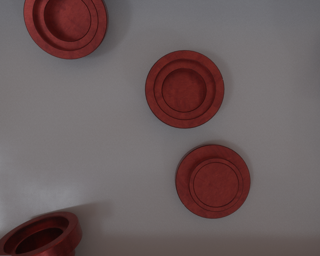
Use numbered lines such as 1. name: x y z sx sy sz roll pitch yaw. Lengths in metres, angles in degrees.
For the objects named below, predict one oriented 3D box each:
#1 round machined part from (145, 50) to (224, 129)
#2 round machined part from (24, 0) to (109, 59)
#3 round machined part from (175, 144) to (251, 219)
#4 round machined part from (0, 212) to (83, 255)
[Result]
1. round machined part: 0.031 -0.048 0.403 0.099 0.042 0.097 0 90 -1
2. round machined part: -0.114 -0.139 0.390 0.099 0.042 0.097 -1 113 -3
3. round machined part: 0.069 0.070 0.404 0.099 0.042 0.097 0 90 -1
4. round machined part: -0.142 0.146 0.375 0.099 0.098 0.042 -14 103 0
